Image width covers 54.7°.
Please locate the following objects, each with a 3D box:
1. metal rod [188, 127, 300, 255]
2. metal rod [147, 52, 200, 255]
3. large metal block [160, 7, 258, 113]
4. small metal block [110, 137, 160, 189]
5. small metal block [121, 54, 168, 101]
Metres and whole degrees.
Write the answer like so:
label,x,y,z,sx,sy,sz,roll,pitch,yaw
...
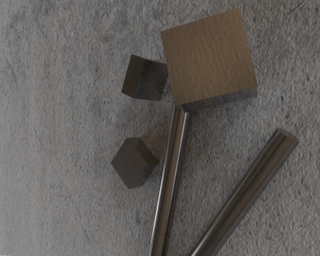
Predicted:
label,x,y,z,sx,sy,sz,roll,pitch,yaw
metal rod,0.060,0.129,0.354,0.025,0.025,0.298,41,115,32
metal rod,0.015,0.057,0.390,0.025,0.025,0.298,16,100,38
large metal block,0.053,-0.067,0.326,0.080,0.050,0.080,-13,81,15
small metal block,-0.036,0.048,0.433,0.050,0.025,0.050,49,119,28
small metal block,-0.018,-0.064,0.401,0.025,0.050,0.050,28,107,36
